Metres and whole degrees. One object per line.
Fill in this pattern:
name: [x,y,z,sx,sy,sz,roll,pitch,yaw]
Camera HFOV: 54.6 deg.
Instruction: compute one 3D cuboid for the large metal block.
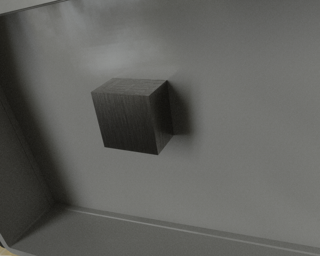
large metal block: [-0.033,-0.017,0.400,0.080,0.050,0.080,6,121,25]
